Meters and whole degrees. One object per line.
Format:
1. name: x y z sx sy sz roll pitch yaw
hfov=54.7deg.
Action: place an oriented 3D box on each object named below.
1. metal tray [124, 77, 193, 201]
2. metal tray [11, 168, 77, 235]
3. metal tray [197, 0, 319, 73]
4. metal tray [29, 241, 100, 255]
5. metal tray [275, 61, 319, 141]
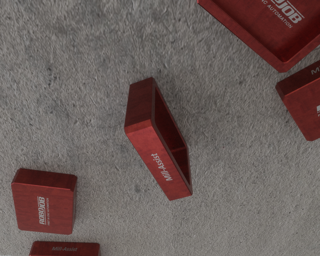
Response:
1. metal tray: 0.002 0.015 0.377 0.030 0.090 0.130 -18 128 14
2. metal tray: -0.186 0.124 0.508 0.091 0.030 0.129 9 130 -8
3. metal tray: 0.110 -0.123 0.299 0.131 0.030 0.090 31 124 -24
4. metal tray: -0.188 0.269 0.630 0.131 0.030 0.089 3 130 -3
5. metal tray: 0.218 -0.046 0.367 0.130 0.030 0.090 -30 124 23
